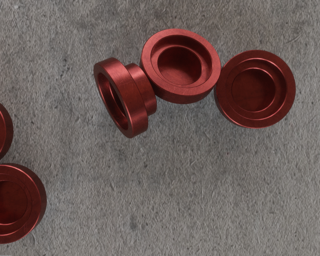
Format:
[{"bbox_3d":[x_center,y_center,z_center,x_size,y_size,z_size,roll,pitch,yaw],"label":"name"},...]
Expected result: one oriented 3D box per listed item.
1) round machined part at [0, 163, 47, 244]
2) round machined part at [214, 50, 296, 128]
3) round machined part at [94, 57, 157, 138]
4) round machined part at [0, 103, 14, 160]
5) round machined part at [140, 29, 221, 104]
[{"bbox_3d":[-0.195,0.094,0.400,0.099,0.042,0.097,0,90,0],"label":"round machined part"},{"bbox_3d":[0.119,-0.048,0.402,0.099,0.042,0.097,0,90,0],"label":"round machined part"},{"bbox_3d":[-0.039,-0.040,0.376,0.042,0.098,0.098,-27,90,-19],"label":"round machined part"},{"bbox_3d":[-0.238,0.005,0.400,0.099,0.042,0.097,0,90,0],"label":"round machined part"},{"bbox_3d":[0.023,-0.072,0.389,0.099,0.042,0.098,5,66,-10],"label":"round machined part"}]
